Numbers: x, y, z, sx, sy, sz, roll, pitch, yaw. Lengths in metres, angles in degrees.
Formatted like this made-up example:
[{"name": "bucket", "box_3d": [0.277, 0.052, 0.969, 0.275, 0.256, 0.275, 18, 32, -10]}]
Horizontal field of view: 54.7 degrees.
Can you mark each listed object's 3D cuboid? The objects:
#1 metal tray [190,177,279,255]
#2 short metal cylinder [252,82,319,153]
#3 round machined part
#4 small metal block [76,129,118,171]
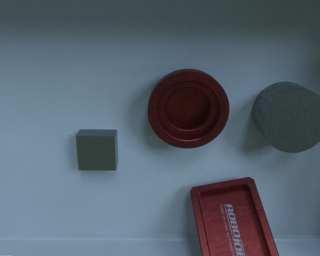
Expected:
[{"name": "metal tray", "box_3d": [0.096, 0.136, 0.409, 0.090, 0.130, 0.030, -11, 144, 3]}, {"name": "short metal cylinder", "box_3d": [0.165, -0.015, 0.395, 0.081, 0.050, 0.079, 0, 110, -1]}, {"name": "round machined part", "box_3d": [0.034, -0.027, 0.393, 0.099, 0.042, 0.097, 0, 110, -1]}, {"name": "small metal block", "box_3d": [-0.084, 0.030, 0.421, 0.050, 0.025, 0.050, 1, 110, -1]}]
